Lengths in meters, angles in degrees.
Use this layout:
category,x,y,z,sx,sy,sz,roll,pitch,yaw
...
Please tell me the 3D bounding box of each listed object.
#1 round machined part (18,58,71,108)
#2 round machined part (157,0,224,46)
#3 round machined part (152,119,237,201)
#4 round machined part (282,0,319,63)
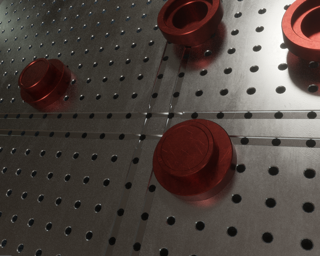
category,x,y,z,sx,sy,sz,roll,pitch,yaw
round machined part,-0.215,-0.088,0.561,0.098,0.042,0.098,-13,56,20
round machined part,0.049,-0.164,0.471,0.098,0.042,0.098,-13,56,20
round machined part,0.035,0.031,0.359,0.098,0.042,0.098,-13,56,20
round machined part,0.198,-0.116,0.365,0.098,0.042,0.098,-13,56,20
